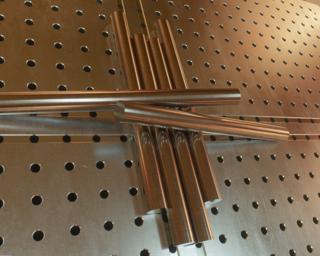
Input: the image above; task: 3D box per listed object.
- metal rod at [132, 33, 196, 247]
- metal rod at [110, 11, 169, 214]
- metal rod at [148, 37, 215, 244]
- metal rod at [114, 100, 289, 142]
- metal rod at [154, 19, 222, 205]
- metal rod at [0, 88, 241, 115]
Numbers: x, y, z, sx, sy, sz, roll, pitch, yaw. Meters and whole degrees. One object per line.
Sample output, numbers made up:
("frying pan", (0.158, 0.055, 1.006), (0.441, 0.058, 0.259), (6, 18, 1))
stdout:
("metal rod", (-0.003, -0.003, 0.406), (0.025, 0.025, 0.299), (1, 61, -28))
("metal rod", (-0.033, -0.038, 0.412), (0.025, 0.025, 0.299), (1, 61, -28))
("metal rod", (0.020, -0.001, 0.420), (0.025, 0.025, 0.299), (1, 61, -28))
("metal rod", (0.079, -0.004, 0.426), (0.302, 0.025, 0.025), (7, 59, -35))
("metal rod", (0.033, -0.040, 0.449), (0.025, 0.025, 0.299), (1, 61, -28))
("metal rod", (-0.037, -0.034, 0.379), (0.302, 0.025, 0.025), (-4, 63, -20))
